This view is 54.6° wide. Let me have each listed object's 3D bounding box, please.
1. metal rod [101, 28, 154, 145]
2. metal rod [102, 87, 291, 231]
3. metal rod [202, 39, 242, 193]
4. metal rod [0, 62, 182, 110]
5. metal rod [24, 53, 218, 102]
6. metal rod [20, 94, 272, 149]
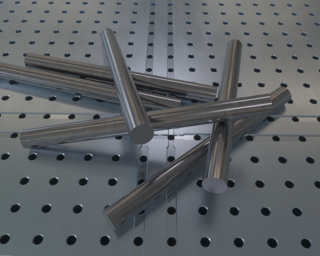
[{"bbox_3d":[-0.056,-0.079,0.429,0.025,0.025,0.300,-12,37,-9],"label":"metal rod"},{"bbox_3d":[0.063,0.024,0.387,0.302,0.025,0.025,-32,57,-24],"label":"metal rod"},{"bbox_3d":[0.090,-0.041,0.417,0.025,0.025,0.301,11,43,9],"label":"metal rod"},{"bbox_3d":[-0.116,-0.061,0.458,0.301,0.025,0.025,13,51,10],"label":"metal rod"},{"bbox_3d":[-0.064,-0.078,0.472,0.301,0.025,0.025,12,51,10],"label":"metal rod"},{"bbox_3d":[-0.024,-0.006,0.372,0.301,0.025,0.025,-8,49,9],"label":"metal rod"}]
